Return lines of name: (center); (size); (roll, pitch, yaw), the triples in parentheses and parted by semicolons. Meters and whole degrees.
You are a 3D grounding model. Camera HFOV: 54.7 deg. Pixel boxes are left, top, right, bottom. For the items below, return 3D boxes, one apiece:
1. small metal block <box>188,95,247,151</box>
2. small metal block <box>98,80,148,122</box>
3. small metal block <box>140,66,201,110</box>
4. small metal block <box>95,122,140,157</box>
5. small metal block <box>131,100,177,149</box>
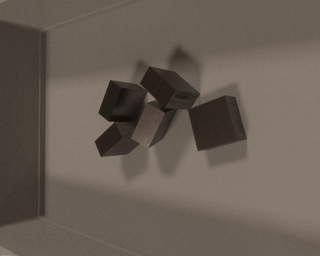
small metal block: (0.064, -0.004, 0.352); (0.050, 0.025, 0.050); (-20, 77, 38)
small metal block: (-0.051, -0.036, 0.430); (0.025, 0.050, 0.050); (36, 112, 34)
small metal block: (0.013, -0.048, 0.378); (0.050, 0.050, 0.025); (46, 118, 30)
small metal block: (-0.054, 0.016, 0.432); (0.050, 0.050, 0.025); (-40, 66, 32)
small metal block: (-0.006, -0.007, 0.390); (0.025, 0.050, 0.050); (30, 110, 13)
